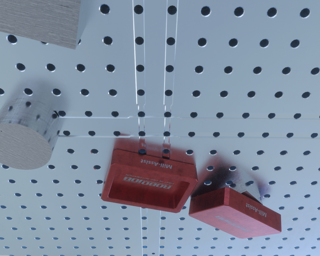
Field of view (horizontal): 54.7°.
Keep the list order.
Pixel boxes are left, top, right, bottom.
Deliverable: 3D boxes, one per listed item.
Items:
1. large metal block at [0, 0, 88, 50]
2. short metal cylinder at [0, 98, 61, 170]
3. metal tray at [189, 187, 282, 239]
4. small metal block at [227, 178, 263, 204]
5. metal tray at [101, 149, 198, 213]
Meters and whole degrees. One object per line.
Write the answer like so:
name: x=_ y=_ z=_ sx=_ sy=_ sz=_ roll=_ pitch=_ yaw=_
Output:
large metal block: x=-0.109 y=-0.128 z=0.284 sx=0.081 sy=0.050 sz=0.079 roll=12 pitch=129 yaw=-11
short metal cylinder: x=-0.175 y=0.009 z=0.400 sx=0.081 sy=0.050 sz=0.079 roll=0 pitch=130 yaw=0
metal tray: x=0.125 y=0.146 z=0.517 sx=0.131 sy=0.030 sz=0.090 roll=30 pitch=142 yaw=-24
small metal block: x=0.133 y=0.116 z=0.513 sx=0.050 sy=0.025 sz=0.050 roll=-35 pitch=123 yaw=25
metal tray: x=-0.018 y=0.085 z=0.480 sx=0.131 sy=0.030 sz=0.089 roll=13 pitch=129 yaw=-11
